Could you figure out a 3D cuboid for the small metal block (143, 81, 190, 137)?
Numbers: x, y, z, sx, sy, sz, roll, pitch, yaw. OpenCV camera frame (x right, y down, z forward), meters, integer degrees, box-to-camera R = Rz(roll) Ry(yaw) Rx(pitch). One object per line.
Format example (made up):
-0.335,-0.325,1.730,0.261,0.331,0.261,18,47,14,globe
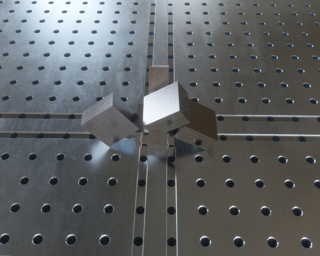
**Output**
0.007,-0.023,0.380,0.050,0.025,0.050,-23,45,24,small metal block

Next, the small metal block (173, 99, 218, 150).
0.045,-0.006,0.399,0.050,0.025,0.050,23,46,-21,small metal block

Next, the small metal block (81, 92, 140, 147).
-0.061,-0.009,0.386,0.050,0.050,0.025,-30,41,21,small metal block

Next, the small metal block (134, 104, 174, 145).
-0.006,-0.005,0.413,0.050,0.025,0.050,2,50,2,small metal block

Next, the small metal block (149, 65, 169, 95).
-0.001,-0.061,0.429,0.025,0.050,0.050,2,14,2,small metal block
